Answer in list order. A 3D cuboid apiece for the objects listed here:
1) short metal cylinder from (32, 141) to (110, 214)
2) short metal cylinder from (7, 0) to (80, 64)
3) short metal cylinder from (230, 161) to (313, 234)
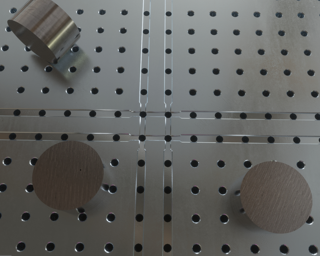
[{"bbox_3d":[-0.104,0.061,0.375,0.081,0.050,0.080,0,70,0],"label":"short metal cylinder"},{"bbox_3d":[-0.159,-0.135,0.430,0.080,0.080,0.050,32,73,10],"label":"short metal cylinder"},{"bbox_3d":[0.130,0.084,0.369,0.081,0.050,0.080,0,70,0],"label":"short metal cylinder"}]
